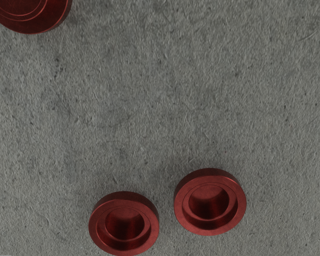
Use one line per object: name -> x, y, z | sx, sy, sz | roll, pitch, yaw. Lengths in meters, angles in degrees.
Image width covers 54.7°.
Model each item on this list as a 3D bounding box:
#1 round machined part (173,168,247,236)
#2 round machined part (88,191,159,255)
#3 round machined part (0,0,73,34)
round machined part -> 0.068, 0.099, 0.438 | 0.099, 0.042, 0.097 | 0, 110, 0
round machined part -> -0.050, 0.133, 0.449 | 0.099, 0.042, 0.097 | 0, 110, 0
round machined part -> -0.151, -0.154, 0.342 | 0.099, 0.042, 0.097 | 0, 110, 0
